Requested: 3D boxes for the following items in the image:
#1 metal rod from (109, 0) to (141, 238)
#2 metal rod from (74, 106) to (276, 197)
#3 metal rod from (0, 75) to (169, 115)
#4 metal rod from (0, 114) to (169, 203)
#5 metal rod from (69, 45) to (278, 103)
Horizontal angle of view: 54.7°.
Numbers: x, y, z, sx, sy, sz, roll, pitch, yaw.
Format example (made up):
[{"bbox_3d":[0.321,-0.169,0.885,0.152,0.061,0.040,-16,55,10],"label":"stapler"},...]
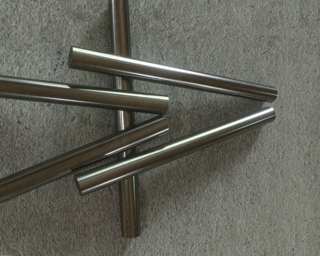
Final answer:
[{"bbox_3d":[-0.045,-0.012,0.394,0.025,0.025,0.298,-3,91,-20],"label":"metal rod"},{"bbox_3d":[0.038,0.022,0.409,0.302,0.025,0.025,-18,97,-26],"label":"metal rod"},{"bbox_3d":[-0.138,-0.042,0.344,0.302,0.025,0.025,5,88,-15],"label":"metal rod"},{"bbox_3d":[-0.130,0.051,0.348,0.302,0.025,0.025,-22,98,-14],"label":"metal rod"},{"bbox_3d":[0.036,-0.065,0.407,0.302,0.025,0.025,6,88,-27],"label":"metal rod"}]
